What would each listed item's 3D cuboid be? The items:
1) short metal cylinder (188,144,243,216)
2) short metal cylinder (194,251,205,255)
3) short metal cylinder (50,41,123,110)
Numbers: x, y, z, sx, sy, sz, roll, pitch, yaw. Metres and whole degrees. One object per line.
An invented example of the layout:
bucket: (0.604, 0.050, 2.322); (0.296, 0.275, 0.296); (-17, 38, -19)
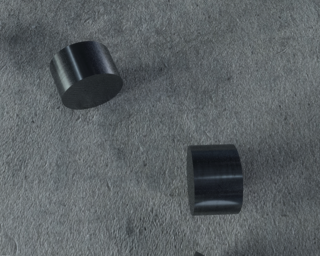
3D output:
short metal cylinder: (0.060, 0.059, 0.358); (0.050, 0.080, 0.080); (-2, 70, -1)
short metal cylinder: (0.061, 0.171, 0.317); (0.080, 0.080, 0.050); (28, 73, 10)
short metal cylinder: (-0.095, -0.066, 0.402); (0.080, 0.080, 0.050); (-23, 72, -8)
